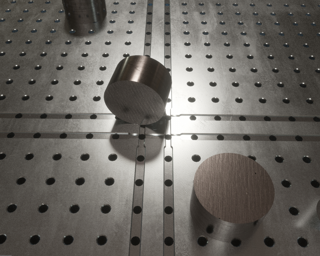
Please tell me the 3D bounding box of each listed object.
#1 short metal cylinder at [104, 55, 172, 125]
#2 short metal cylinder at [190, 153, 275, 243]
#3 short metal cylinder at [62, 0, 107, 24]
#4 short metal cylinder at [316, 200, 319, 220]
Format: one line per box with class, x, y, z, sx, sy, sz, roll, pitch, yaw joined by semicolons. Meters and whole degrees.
short metal cylinder;-0.028;-0.049;0.413;0.080;0.080;0.050;9;51;7
short metal cylinder;0.074;0.074;0.331;0.081;0.050;0.080;0;50;0
short metal cylinder;-0.146;-0.244;0.595;0.081;0.050;0.080;0;50;0
short metal cylinder;0.207;0.082;0.305;0.050;0.080;0.080;-35;59;-26
